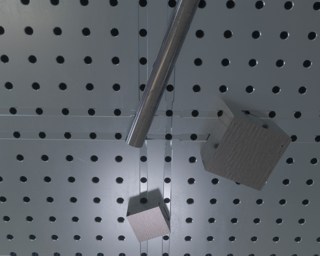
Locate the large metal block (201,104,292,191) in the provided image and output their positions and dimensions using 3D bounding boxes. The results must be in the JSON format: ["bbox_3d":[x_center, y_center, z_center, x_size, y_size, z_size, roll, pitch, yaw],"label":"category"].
[{"bbox_3d":[0.110,0.025,0.411,0.080,0.050,0.079,21,109,-8],"label":"large metal block"}]

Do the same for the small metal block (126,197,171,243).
[{"bbox_3d":[-0.016,0.138,0.464,0.050,0.025,0.050,-19,109,7],"label":"small metal block"}]

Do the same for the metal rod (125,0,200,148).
[{"bbox_3d":[0.018,-0.110,0.372,0.025,0.025,0.298,20,109,-7],"label":"metal rod"}]
